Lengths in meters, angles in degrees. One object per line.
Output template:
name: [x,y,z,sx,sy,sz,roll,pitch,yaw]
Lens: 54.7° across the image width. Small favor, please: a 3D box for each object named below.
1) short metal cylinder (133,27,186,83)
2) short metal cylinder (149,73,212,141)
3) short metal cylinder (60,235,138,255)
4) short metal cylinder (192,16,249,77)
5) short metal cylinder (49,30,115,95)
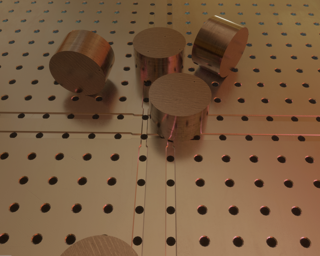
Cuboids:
short metal cylinder: [-0.001,-0.115,0.488,0.081,0.050,0.080,0,50,0]
short metal cylinder: [0.026,-0.029,0.416,0.081,0.050,0.080,0,50,0]
short metal cylinder: [-0.052,0.143,0.271,0.081,0.050,0.080,0,50,0]
short metal cylinder: [0.093,-0.125,0.477,0.050,0.080,0.080,32,57,24]
short metal cylinder: [-0.111,-0.094,0.450,0.080,0.080,0.050,7,51,6]
